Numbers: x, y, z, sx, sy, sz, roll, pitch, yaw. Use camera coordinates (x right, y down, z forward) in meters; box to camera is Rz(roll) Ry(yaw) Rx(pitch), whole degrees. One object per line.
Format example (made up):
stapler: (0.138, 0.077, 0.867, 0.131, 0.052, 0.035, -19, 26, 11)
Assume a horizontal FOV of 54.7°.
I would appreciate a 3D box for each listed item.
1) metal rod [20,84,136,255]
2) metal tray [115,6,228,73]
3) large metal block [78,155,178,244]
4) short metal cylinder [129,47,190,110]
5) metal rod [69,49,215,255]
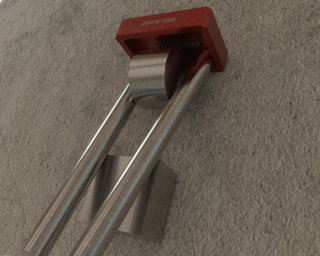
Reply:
metal rod: (-0.064, 0.009, 0.373, 0.025, 0.025, 0.301, 2, 47, 29)
metal tray: (0.017, -0.112, 0.422, 0.130, 0.090, 0.030, 2, 63, 29)
large metal block: (-0.034, 0.079, 0.355, 0.080, 0.050, 0.080, 2, 63, 28)
short metal cylinder: (0.002, -0.064, 0.408, 0.050, 0.080, 0.080, 2, 63, 28)
metal rod: (-0.002, 0.011, 0.339, 0.025, 0.025, 0.301, 9, 51, 32)
